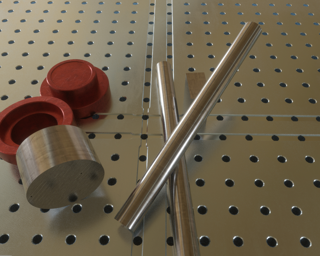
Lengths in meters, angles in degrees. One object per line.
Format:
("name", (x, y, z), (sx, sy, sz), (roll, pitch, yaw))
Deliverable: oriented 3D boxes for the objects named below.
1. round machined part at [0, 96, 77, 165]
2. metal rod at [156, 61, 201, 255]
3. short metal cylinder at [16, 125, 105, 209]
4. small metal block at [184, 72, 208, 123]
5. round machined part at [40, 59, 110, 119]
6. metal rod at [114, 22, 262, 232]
("round machined part", (-0.153, 0.008, 0.386), (0.099, 0.042, 0.098), (-1, 47, 2))
("metal rod", (0.017, 0.019, 0.391), (0.025, 0.025, 0.300), (-3, 50, -3))
("short metal cylinder", (-0.107, 0.043, 0.335), (0.081, 0.080, 0.050), (-22, 54, -17))
("small metal block", (0.050, -0.041, 0.426), (0.025, 0.050, 0.050), (-3, 50, -3))
("round machined part", (-0.124, -0.063, 0.448), (0.099, 0.042, 0.098), (0, 50, 0))
("metal rod", (0.044, -0.016, 0.368), (0.025, 0.025, 0.300), (27, 70, 21))
